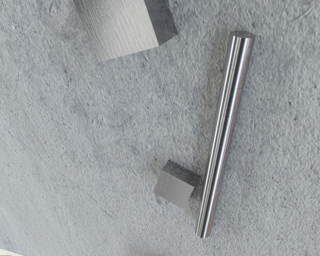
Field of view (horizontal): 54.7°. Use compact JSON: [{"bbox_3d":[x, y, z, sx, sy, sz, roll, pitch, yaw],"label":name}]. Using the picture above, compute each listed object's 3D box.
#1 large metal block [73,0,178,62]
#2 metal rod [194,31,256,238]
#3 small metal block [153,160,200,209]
[{"bbox_3d":[-0.037,-0.124,0.333,0.080,0.050,0.080,-6,116,31],"label":"large metal block"},{"bbox_3d":[0.073,0.032,0.387,0.025,0.025,0.298,17,125,19],"label":"metal rod"},{"bbox_3d":[0.023,0.081,0.445,0.050,0.025,0.050,27,128,11],"label":"small metal block"}]
